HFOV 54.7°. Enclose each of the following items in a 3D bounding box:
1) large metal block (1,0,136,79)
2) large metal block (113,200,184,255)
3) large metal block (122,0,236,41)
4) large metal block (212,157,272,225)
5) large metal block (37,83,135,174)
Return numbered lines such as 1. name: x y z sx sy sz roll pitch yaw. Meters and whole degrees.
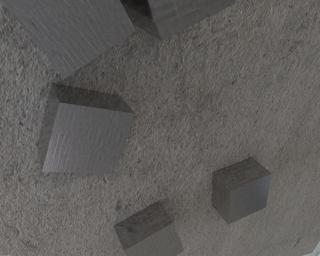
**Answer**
1. large metal block: -0.082 -0.106 0.280 0.080 0.050 0.080 -36 129 -5
2. large metal block: -0.016 0.175 0.490 0.080 0.050 0.080 -27 128 -12
3. large metal block: 0.012 -0.133 0.295 0.080 0.080 0.050 -30 129 -10
4. large metal block: 0.138 0.107 0.532 0.081 0.050 0.079 -18 126 -18
5. large metal block: -0.085 0.003 0.346 0.081 0.050 0.079 8 115 -32
